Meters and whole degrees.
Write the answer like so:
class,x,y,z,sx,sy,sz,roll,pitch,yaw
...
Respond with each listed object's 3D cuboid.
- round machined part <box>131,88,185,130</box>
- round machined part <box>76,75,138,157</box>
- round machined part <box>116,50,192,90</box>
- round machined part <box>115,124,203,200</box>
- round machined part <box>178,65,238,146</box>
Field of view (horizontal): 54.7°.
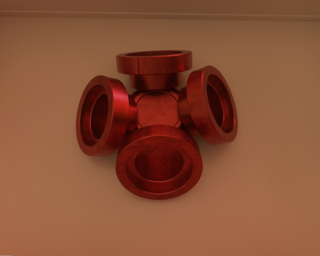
class,x,y,z,sx,sy,sz,roll,pitch,yaw
round machined part,-0.003,-0.014,0.403,0.099,0.042,0.098,0,70,-1
round machined part,-0.064,-0.013,0.383,0.042,0.098,0.098,9,65,-37
round machined part,-0.007,-0.077,0.407,0.099,0.098,0.042,-3,108,-2
round machined part,-0.001,0.036,0.366,0.099,0.097,0.042,-1,34,-1
round machined part,0.058,-0.025,0.390,0.042,0.098,0.098,-16,66,32
